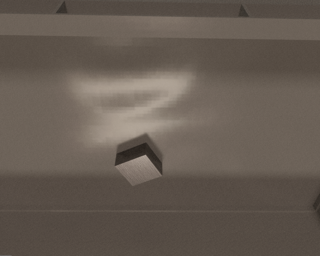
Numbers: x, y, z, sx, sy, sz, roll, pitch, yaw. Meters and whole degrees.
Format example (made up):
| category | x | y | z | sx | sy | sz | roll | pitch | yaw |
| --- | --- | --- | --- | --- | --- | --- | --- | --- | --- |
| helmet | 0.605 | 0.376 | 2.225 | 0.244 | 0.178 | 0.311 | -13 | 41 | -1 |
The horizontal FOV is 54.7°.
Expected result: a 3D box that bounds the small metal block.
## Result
| category | x | y | z | sx | sy | sz | roll | pitch | yaw |
| --- | --- | --- | --- | --- | --- | --- | --- | --- | --- |
| small metal block | -0.030 | 0.054 | 0.455 | 0.050 | 0.025 | 0.050 | -22 | 127 | 17 |
